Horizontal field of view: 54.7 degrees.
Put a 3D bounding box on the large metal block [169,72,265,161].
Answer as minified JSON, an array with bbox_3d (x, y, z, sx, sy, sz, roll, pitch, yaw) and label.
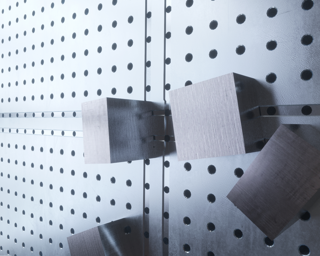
[{"bbox_3d":[0.062,-0.009,0.341,0.080,0.050,0.080,-12,82,39],"label":"large metal block"}]

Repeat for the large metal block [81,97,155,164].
[{"bbox_3d":[-0.055,0.005,0.417,0.050,0.081,0.080,-7,86,39],"label":"large metal block"}]

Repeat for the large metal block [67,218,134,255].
[{"bbox_3d":[-0.087,0.189,0.462,0.080,0.050,0.080,-30,72,35],"label":"large metal block"}]

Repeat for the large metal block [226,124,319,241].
[{"bbox_3d":[0.118,0.043,0.276,0.050,0.081,0.080,44,116,31],"label":"large metal block"}]
